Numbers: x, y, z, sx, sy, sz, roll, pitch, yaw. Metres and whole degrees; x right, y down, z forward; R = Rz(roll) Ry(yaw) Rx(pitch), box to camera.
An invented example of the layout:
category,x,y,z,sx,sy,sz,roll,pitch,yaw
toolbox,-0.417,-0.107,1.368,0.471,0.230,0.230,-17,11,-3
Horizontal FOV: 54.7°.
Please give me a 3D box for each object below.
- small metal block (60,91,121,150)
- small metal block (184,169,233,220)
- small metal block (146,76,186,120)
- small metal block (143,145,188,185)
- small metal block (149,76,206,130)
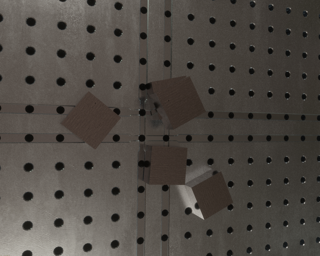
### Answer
category,x,y,z,sx,sy,sz,roll,pitch,yaw
small metal block,-0.086,-0.009,0.382,0.050,0.025,0.050,40,77,-16
small metal block,0.069,0.093,0.440,0.050,0.025,0.050,-25,99,-19
small metal block,0.013,-0.040,0.418,0.050,0.025,0.050,-13,95,-20
small metal block,0.007,0.049,0.417,0.050,0.025,0.050,5,89,-20
small metal block,0.023,-0.032,0.396,0.050,0.025,0.050,-29,100,-18
